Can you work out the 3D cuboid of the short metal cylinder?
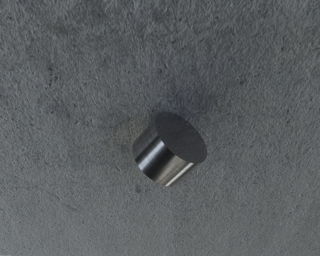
[{"bbox_3d":[0.013,0.026,0.393,0.080,0.080,0.050,28,125,-22],"label":"short metal cylinder"}]
